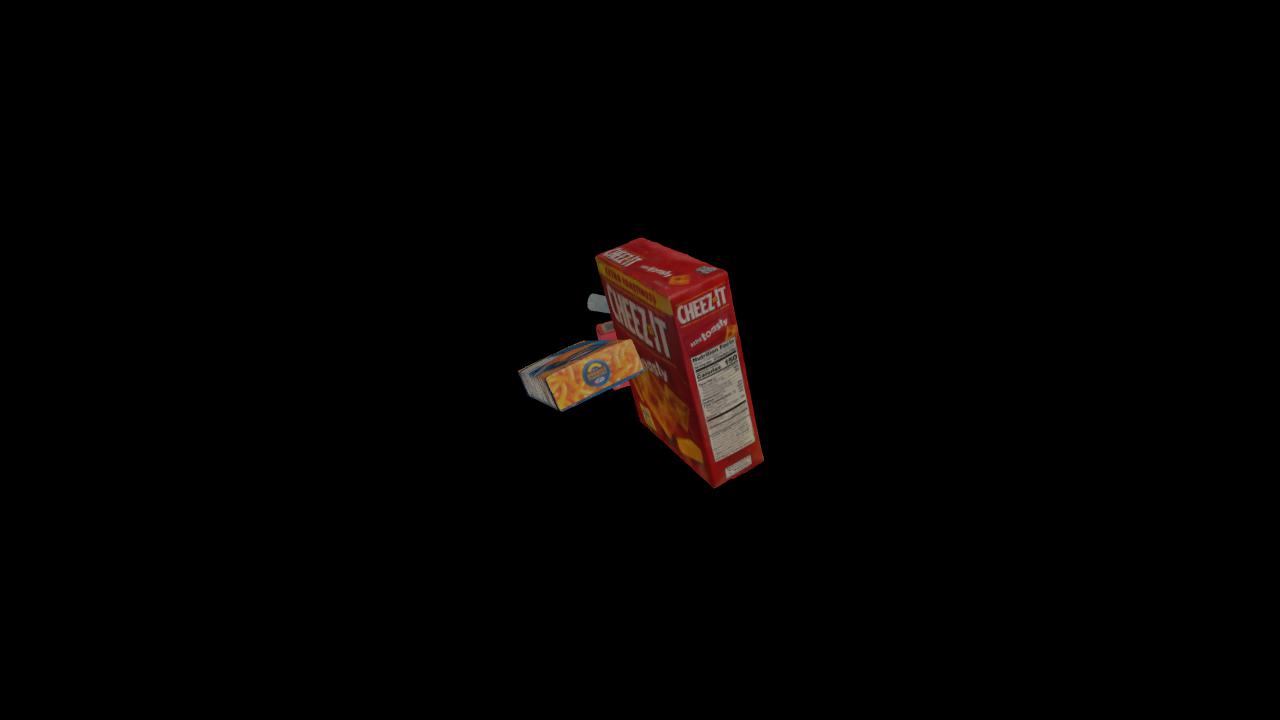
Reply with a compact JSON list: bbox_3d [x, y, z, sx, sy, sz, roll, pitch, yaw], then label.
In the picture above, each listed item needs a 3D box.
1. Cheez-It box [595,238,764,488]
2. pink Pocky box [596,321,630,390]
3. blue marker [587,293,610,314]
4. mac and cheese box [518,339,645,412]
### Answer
[{"bbox_3d":[0.039,-0.001,0.638,0.071,0.223,0.166,-26,31,-18],"label":"Cheez-It box"},{"bbox_3d":[0.030,-0.023,0.737,0.155,0.084,0.029,-17,36,-7],"label":"pink Pocky box"},{"bbox_3d":[-0.004,-0.057,0.706,0.121,0.020,0.020,8,-4,-34],"label":"blue marker"},{"bbox_3d":[-0.070,0.012,0.653,0.093,0.041,0.184,-25,9,-18],"label":"mac and cheese box"}]
